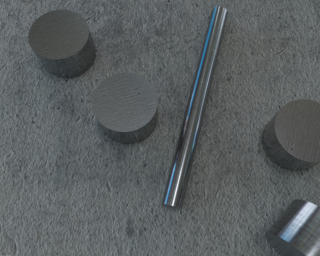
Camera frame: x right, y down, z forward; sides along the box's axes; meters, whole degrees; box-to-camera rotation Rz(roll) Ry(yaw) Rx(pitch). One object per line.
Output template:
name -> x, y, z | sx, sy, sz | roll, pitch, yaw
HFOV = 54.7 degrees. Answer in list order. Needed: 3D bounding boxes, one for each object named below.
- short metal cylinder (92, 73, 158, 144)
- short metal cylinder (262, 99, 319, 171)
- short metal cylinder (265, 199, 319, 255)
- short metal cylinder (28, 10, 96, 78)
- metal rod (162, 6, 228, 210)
short metal cylinder -> -0.043, -0.024, 0.403 | 0.081, 0.050, 0.080 | 0, 70, 0
short metal cylinder -> 0.177, 0.010, 0.393 | 0.081, 0.050, 0.080 | 0, 70, 0
short metal cylinder -> 0.163, 0.124, 0.335 | 0.080, 0.080, 0.050 | 43, 76, 14
short metal cylinder -> -0.135, -0.118, 0.437 | 0.081, 0.050, 0.080 | 0, 70, 0
metal rod -> 0.053, -0.041, 0.423 | 0.025, 0.025, 0.299 | 14, 70, 5
